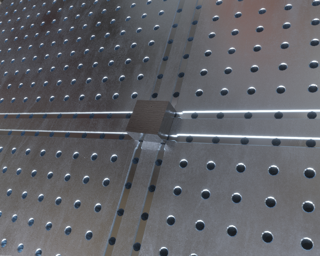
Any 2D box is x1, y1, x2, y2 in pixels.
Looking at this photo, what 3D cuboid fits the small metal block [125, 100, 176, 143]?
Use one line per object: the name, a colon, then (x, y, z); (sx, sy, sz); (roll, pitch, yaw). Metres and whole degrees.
small metal block: (-0.012, -0.010, 0.419); (0.050, 0.025, 0.050); (5, 64, 30)
